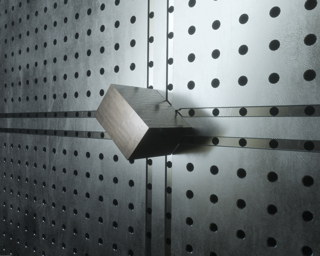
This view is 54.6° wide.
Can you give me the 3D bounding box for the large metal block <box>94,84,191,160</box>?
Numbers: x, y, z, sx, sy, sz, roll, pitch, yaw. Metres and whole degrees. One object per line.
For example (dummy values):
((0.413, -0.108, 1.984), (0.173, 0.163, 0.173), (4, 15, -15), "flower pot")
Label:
((-0.022, -0.008, 0.392), (0.080, 0.081, 0.050), (49, 119, 28), "large metal block")
